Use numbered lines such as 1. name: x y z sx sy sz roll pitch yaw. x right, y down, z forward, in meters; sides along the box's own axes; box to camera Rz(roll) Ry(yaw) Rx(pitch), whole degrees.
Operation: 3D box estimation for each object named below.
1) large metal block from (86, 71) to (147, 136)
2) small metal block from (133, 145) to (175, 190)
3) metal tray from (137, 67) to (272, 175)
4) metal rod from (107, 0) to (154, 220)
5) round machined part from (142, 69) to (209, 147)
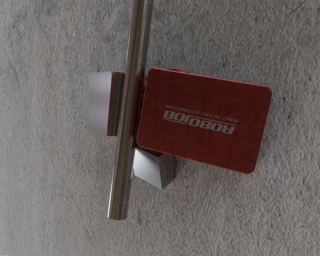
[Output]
1. large metal block: -0.062 -0.034 0.427 0.080 0.050 0.079 13 99 57
2. small metal block: -0.010 0.044 0.402 0.050 0.025 0.050 20 129 38
3. metal tray: 0.046 -0.011 0.337 0.130 0.030 0.089 13 100 18
4. metal rod: -0.035 -0.036 0.381 0.025 0.025 0.298 10 94 39
5. round machined part: 0.010 -0.025 0.387 0.098 0.042 0.097 0 90 40
